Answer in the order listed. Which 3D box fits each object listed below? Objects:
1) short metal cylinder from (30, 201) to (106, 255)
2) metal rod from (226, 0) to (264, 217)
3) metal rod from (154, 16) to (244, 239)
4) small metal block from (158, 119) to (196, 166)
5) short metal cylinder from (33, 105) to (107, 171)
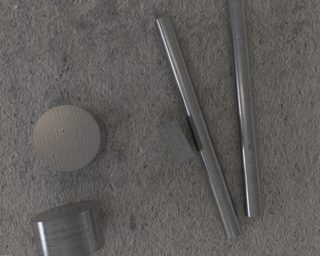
[{"bbox_3d":[-0.112,0.126,0.382,0.080,0.080,0.050,-11,90,0],"label":"short metal cylinder"},{"bbox_3d":[0.112,-0.034,0.410,0.025,0.025,0.298,-5,90,0],"label":"metal rod"},{"bbox_3d":[0.051,-0.001,0.410,0.025,0.025,0.299,-18,90,0],"label":"metal rod"},{"bbox_3d":[0.020,0.017,0.398,0.025,0.050,0.050,-28,90,0],"label":"small metal block"},{"bbox_3d":[-0.112,0.012,0.397,0.081,0.050,0.080,0,90,0],"label":"short metal cylinder"}]
